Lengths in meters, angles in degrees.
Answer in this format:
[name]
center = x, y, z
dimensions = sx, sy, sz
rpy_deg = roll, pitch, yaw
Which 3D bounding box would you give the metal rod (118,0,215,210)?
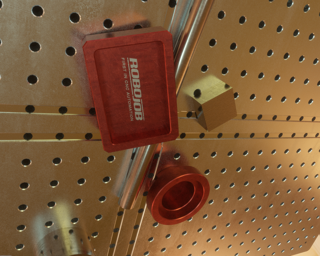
[metal rod]
center = 0.001, -0.019, 0.401
dimensions = 0.025, 0.025, 0.298
rpy_deg = 7, 115, -32

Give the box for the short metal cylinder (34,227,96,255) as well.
[short metal cylinder]
center = -0.133, 0.189, 0.440
dimensions = 0.081, 0.050, 0.079
rpy_deg = -14, 125, -21

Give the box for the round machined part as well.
[round machined part]
center = 0.024, 0.098, 0.476
dimensions = 0.099, 0.042, 0.097
rpy_deg = -14, 125, -21

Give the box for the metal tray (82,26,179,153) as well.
[metal tray]
center = -0.029, -0.041, 0.348
dimensions = 0.091, 0.030, 0.129
rpy_deg = -11, 119, -10

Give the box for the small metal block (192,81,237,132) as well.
[small metal block]
center = 0.078, -0.030, 0.437
dimensions = 0.050, 0.025, 0.050
rpy_deg = -29, 129, -11
